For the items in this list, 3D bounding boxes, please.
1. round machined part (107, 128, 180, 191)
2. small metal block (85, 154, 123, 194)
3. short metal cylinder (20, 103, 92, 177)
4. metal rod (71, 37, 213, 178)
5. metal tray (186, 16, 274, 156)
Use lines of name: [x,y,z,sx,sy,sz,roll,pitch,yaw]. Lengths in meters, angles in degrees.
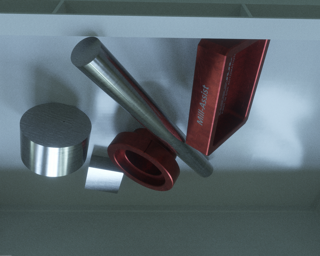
round machined part: [-0.017,0.038,0.411,0.098,0.042,0.097,23,148,16]
small metal block: [-0.083,0.070,0.468,0.050,0.025,0.050,12,129,-11]
short metal cylinder: [-0.129,0.013,0.382,0.081,0.080,0.050,11,129,-10]
metal rod: [0.008,0.004,0.341,0.025,0.025,0.300,-20,150,16]
metal tray: [0.072,-0.043,0.333,0.030,0.091,0.129,31,138,29]
